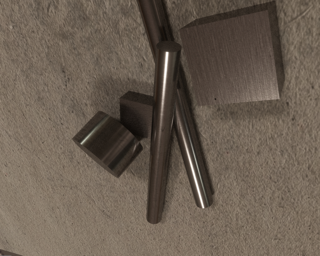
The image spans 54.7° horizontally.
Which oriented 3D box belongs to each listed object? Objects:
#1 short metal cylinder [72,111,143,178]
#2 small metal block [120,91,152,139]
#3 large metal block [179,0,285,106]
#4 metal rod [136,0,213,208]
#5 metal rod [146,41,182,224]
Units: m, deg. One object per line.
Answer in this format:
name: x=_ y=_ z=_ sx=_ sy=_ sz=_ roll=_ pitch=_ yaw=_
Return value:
short metal cylinder: x=-0.070 y=0.023 z=0.416 sx=0.080 sy=0.050 sz=0.080 roll=36 pitch=163 yaw=13
small metal block: x=-0.024 y=-0.017 z=0.408 sx=0.050 sy=0.025 sz=0.050 roll=15 pitch=125 yaw=19
large metal block: x=0.074 y=-0.071 z=0.307 sx=0.080 sy=0.050 sz=0.080 roll=-3 pitch=117 yaw=29
metal rod: x=0.022 y=-0.026 z=0.377 sx=0.025 sy=0.025 sz=0.298 roll=-3 pitch=117 yaw=29
metal rod: x=0.000 y=0.032 z=0.403 sx=0.025 sy=0.025 sz=0.298 roll=19 pitch=133 yaw=16
